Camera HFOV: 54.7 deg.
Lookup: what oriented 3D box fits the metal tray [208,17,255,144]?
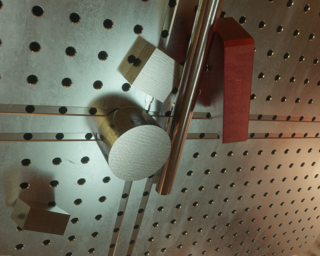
[{"bbox_3d":[0.082,-0.057,0.377,0.030,0.090,0.129,-7,124,0],"label":"metal tray"}]

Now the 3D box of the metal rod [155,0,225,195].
[{"bbox_3d":[0.031,-0.026,0.389,0.025,0.025,0.298,-7,129,-25],"label":"metal rod"}]

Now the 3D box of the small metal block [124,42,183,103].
[{"bbox_3d":[-0.005,-0.065,0.369,0.050,0.025,0.050,26,104,-38],"label":"small metal block"}]

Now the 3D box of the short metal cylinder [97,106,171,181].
[{"bbox_3d":[-0.033,0.019,0.390,0.081,0.050,0.079,-14,125,-21],"label":"short metal cylinder"}]

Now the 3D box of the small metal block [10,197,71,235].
[{"bbox_3d":[-0.147,0.108,0.379,0.050,0.050,0.025,26,77,-38],"label":"small metal block"}]
